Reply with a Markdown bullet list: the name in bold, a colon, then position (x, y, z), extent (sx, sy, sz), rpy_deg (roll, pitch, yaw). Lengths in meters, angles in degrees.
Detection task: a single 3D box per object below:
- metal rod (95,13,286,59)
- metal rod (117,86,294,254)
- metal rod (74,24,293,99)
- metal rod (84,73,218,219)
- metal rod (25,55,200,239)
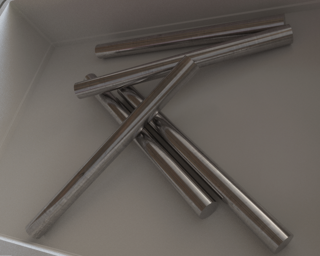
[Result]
- **metal rod**: position (0.029, -0.135, 0.471), extent (0.300, 0.025, 0.025), rpy_deg (-1, 62, 27)
- **metal rod**: position (0.029, 0.023, 0.374), extent (0.025, 0.025, 0.300), rpy_deg (-43, 51, -2)
- **metal rod**: position (0.022, -0.087, 0.425), extent (0.301, 0.025, 0.025), rpy_deg (-13, 56, 13)
- **metal rod**: position (-0.032, 0.004, 0.418), extent (0.025, 0.025, 0.300), rpy_deg (-43, 51, -2)
- **metal rod**: position (-0.063, 0.028, 0.393), extent (0.300, 0.025, 0.025), rpy_deg (-46, 51, 5)
